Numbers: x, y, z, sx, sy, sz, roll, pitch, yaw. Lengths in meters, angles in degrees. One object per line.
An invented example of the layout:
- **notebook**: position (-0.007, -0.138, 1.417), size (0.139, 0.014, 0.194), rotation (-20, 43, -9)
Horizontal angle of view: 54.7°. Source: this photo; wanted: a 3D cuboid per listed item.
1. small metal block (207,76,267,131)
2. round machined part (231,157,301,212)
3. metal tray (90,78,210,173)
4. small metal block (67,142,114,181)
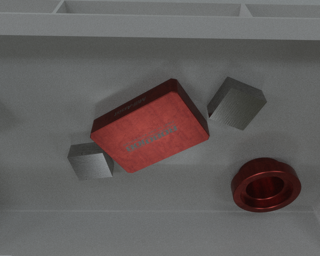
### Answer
- **small metal block**: position (0.094, -0.029, 0.386), size (0.050, 0.025, 0.050), rotation (19, 128, -16)
- **round machined part**: position (0.157, 0.083, 0.471), size (0.099, 0.042, 0.097), rotation (-1, 130, 0)
- **metal tray**: position (-0.013, 0.002, 0.408), size (0.130, 0.030, 0.090), rotation (-26, 126, 20)
- **small metal block**: position (-0.099, 0.048, 0.449), size (0.050, 0.025, 0.050), rotation (-8, 130, 6)
